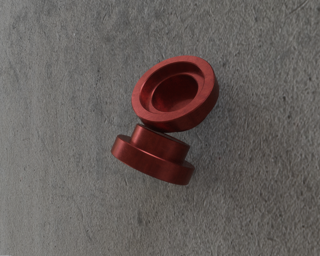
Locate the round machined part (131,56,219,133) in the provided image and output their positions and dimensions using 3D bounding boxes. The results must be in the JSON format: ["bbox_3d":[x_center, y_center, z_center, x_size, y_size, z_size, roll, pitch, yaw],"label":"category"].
[{"bbox_3d":[0.020,-0.034,0.357,0.098,0.042,0.098,-14,50,18],"label":"round machined part"}]

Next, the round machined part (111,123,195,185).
[{"bbox_3d":[-0.004,0.026,0.363,0.098,0.098,0.042,25,93,37],"label":"round machined part"}]
